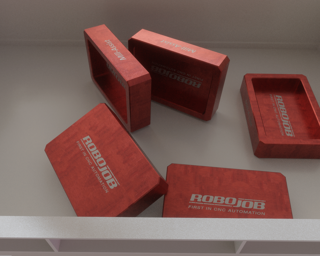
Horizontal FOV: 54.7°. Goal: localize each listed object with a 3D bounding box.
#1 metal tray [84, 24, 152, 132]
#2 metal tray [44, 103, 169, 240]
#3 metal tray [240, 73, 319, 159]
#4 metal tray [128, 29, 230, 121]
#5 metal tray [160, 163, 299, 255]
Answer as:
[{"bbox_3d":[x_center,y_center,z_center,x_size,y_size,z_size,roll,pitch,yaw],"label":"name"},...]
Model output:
[{"bbox_3d":[-0.058,-0.068,0.418,0.030,0.089,0.130,-24,54,-22],"label":"metal tray"},{"bbox_3d":[-0.063,0.043,0.344,0.090,0.030,0.130,-38,58,-2],"label":"metal tray"},{"bbox_3d":[0.166,-0.020,0.420,0.091,0.030,0.130,1,50,0],"label":"metal tray"},{"bbox_3d":[0.020,-0.071,0.421,0.130,0.089,0.030,23,48,17],"label":"metal tray"},{"bbox_3d":[0.069,0.088,0.329,0.131,0.030,0.090,5,50,3],"label":"metal tray"}]
